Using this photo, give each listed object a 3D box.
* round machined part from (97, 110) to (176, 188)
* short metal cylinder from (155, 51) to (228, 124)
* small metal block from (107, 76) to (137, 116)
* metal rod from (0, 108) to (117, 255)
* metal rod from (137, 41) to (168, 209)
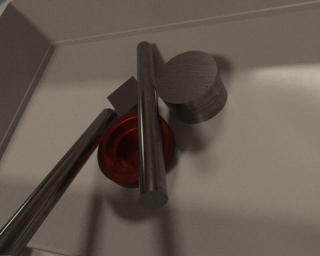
[{"bbox_3d":[-0.025,0.029,0.389,0.098,0.042,0.098,-13,56,20],"label":"round machined part"},{"bbox_3d":[0.041,-0.052,0.399,0.080,0.050,0.080,-13,56,20],"label":"short metal cylinder"},{"bbox_3d":[-0.042,-0.040,0.451,0.050,0.025,0.050,-40,51,0],"label":"small metal block"},{"bbox_3d":[-0.106,0.053,0.329,0.025,0.025,0.301,-14,24,20],"label":"metal rod"},{"bbox_3d":[-0.015,-0.033,0.380,0.025,0.025,0.300,-23,37,14],"label":"metal rod"}]
